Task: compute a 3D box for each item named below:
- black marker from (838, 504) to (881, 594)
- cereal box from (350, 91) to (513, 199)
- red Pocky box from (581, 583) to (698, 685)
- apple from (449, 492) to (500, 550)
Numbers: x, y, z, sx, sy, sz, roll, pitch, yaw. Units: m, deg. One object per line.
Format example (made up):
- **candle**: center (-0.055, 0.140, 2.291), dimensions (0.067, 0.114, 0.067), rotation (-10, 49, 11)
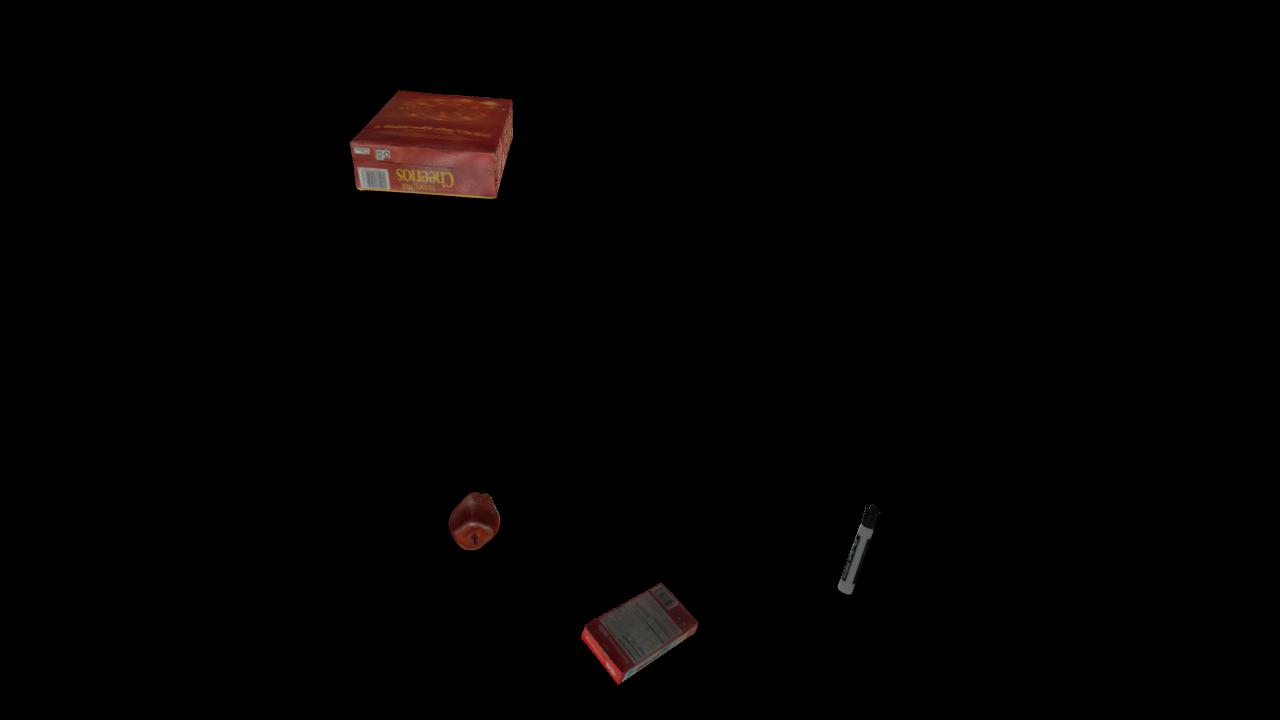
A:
- **black marker**: center (0.277, 0.238, 0.777), dimensions (0.020, 0.121, 0.020), rotation (14, 12, -3)
- **cereal box**: center (-0.319, -0.357, 0.997), dimensions (0.203, 0.081, 0.306), rotation (2, 36, -8)
- **red Pocky box**: center (0.002, 0.371, 0.845), dimensions (0.155, 0.028, 0.083), rotation (-9, 39, -45)
- **apple**: center (-0.260, 0.253, 0.967), dimensions (0.079, 0.079, 0.093), rotation (0, 29, -13)
